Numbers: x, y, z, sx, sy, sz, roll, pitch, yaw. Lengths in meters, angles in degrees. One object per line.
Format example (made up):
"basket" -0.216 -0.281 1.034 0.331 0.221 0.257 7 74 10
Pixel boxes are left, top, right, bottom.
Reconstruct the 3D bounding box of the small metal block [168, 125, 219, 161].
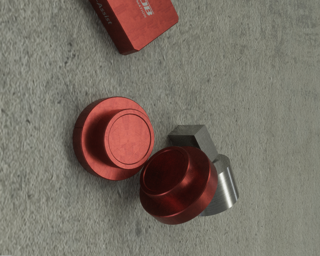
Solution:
"small metal block" 0.046 0.023 0.429 0.025 0.050 0.050 -42 116 -33

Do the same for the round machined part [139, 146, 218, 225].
"round machined part" 0.015 0.061 0.370 0.042 0.098 0.098 50 60 -35

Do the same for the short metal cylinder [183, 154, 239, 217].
"short metal cylinder" 0.062 0.076 0.424 0.081 0.080 0.050 -31 110 -36

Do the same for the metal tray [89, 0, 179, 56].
"metal tray" -0.040 -0.165 0.369 0.090 0.030 0.130 -45 117 -31

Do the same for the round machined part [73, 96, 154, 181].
"round machined part" -0.046 0.012 0.357 0.099 0.042 0.097 0 90 -40
